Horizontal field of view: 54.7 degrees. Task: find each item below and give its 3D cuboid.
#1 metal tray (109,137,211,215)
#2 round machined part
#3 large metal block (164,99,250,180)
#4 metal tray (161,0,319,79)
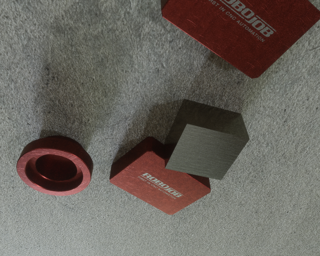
[{"bbox_3d":[0.002,0.077,0.470,0.130,0.030,0.090,36,121,-27],"label":"metal tray"},{"bbox_3d":[-0.143,0.049,0.435,0.099,0.042,0.097,-1,130,0],"label":"round machined part"},{"bbox_3d":[0.057,0.017,0.406,0.081,0.050,0.079,14,129,-12],"label":"large metal block"},{"bbox_3d":[0.078,-0.117,0.305,0.131,0.030,0.090,28,125,-22],"label":"metal tray"}]
